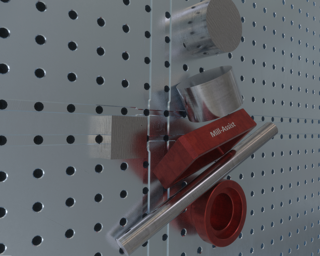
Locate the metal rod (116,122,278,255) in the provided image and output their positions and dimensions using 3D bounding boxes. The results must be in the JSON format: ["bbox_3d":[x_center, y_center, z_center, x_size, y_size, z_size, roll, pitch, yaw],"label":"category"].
[{"bbox_3d":[0.069,0.072,0.441,0.302,0.025,0.025,-32,110,-27],"label":"metal rod"}]

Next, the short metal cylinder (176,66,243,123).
[{"bbox_3d":[0.069,-0.048,0.431,0.081,0.080,0.050,-35,110,-35],"label":"short metal cylinder"}]

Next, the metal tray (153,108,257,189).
[{"bbox_3d":[0.062,0.027,0.418,0.131,0.089,0.030,-22,67,-38],"label":"metal tray"}]

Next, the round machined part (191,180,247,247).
[{"bbox_3d":[0.086,0.125,0.471,0.099,0.042,0.097,0,91,-40],"label":"round machined part"}]

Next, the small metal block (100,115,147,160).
[{"bbox_3d":[-0.044,0.011,0.373,0.050,0.025,0.050,2,89,-40],"label":"small metal block"}]

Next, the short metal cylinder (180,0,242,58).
[{"bbox_3d":[0.076,-0.148,0.457,0.081,0.050,0.079,0,90,-40],"label":"short metal cylinder"}]
